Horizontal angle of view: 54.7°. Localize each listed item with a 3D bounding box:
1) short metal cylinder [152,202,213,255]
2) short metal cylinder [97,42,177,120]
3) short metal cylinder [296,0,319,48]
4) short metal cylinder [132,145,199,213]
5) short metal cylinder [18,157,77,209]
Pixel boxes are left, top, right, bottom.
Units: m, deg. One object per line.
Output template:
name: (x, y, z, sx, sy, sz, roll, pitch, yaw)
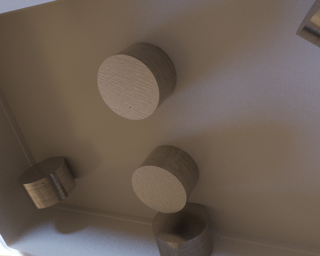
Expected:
short metal cylinder: (0.033, 0.154, 0.451, 0.080, 0.080, 0.050, 1, 119, 28)
short metal cylinder: (-0.027, -0.056, 0.372, 0.080, 0.050, 0.079, 13, 124, 21)
short metal cylinder: (0.151, -0.095, 0.235, 0.050, 0.080, 0.079, 33, 129, 7)
short metal cylinder: (0.008, 0.071, 0.432, 0.080, 0.050, 0.079, 13, 124, 21)
short metal cylinder: (-0.192, 0.092, 0.531, 0.080, 0.080, 0.050, -6, 115, 31)
